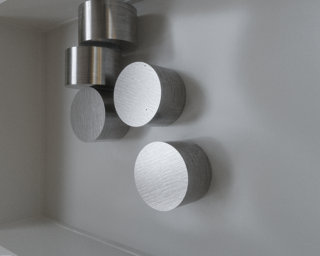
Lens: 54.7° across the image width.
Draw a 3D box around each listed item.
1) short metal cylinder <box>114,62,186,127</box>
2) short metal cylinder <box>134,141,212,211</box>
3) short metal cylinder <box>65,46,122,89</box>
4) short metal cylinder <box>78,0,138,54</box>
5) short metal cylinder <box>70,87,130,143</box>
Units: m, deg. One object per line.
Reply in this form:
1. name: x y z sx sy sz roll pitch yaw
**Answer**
1. short metal cylinder: -0.014 -0.041 0.400 0.080 0.050 0.079 0 90 39
2. short metal cylinder: 0.015 0.055 0.376 0.080 0.050 0.079 0 90 39
3. short metal cylinder: -0.095 -0.083 0.447 0.080 0.081 0.050 1 91 39
4. short metal cylinder: -0.071 -0.137 0.428 0.080 0.081 0.050 -1 89 39
5. short metal cylinder: -0.089 -0.019 0.461 0.080 0.050 0.079 0 90 39
